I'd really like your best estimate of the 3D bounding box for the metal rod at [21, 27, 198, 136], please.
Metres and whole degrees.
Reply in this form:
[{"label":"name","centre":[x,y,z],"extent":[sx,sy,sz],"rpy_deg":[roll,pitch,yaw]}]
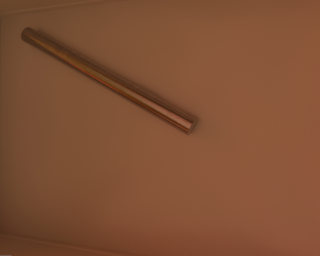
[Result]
[{"label":"metal rod","centre":[-0.082,-0.073,0.440],"extent":[0.300,0.025,0.025],"rpy_deg":[30,100,17]}]
